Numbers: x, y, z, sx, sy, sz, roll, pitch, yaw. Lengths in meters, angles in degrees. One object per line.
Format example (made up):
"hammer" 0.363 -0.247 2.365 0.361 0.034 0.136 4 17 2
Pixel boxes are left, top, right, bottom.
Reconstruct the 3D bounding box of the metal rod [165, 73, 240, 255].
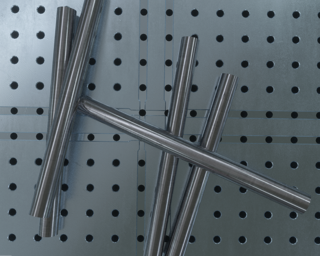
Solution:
"metal rod" 0.050 0.073 0.414 0.025 0.025 0.298 17 90 -1

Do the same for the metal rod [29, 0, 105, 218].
"metal rod" -0.114 -0.039 0.393 0.025 0.025 0.299 12 83 -1

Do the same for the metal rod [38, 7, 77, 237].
"metal rod" -0.136 -0.008 0.411 0.025 0.025 0.298 5 90 -1

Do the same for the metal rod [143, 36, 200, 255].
"metal rod" 0.015 0.029 0.413 0.025 0.025 0.298 10 90 -1

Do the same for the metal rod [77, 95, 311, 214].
"metal rod" 0.031 0.027 0.383 0.301 0.025 0.025 24 90 11
